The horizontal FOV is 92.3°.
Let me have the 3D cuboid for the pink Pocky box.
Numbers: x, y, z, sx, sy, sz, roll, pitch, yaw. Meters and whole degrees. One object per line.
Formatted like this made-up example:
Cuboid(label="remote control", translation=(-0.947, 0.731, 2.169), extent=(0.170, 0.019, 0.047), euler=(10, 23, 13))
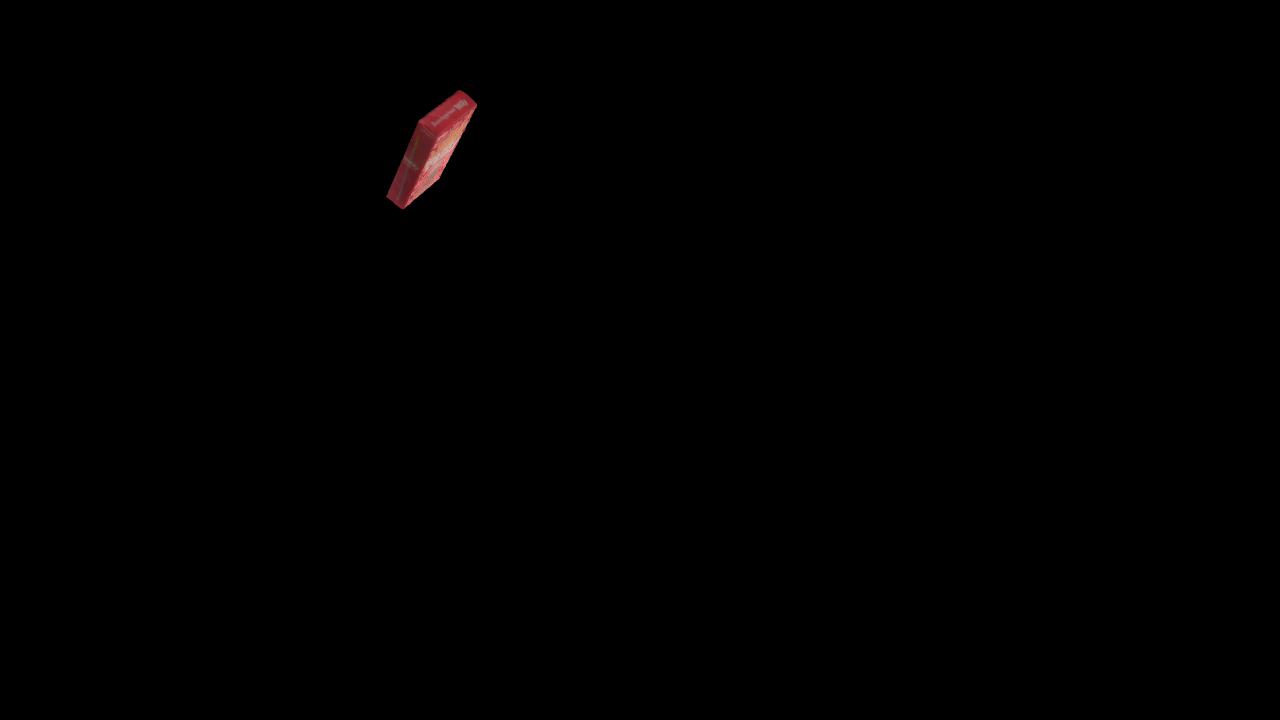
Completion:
Cuboid(label="pink Pocky box", translation=(-0.258, -0.255, 0.757), extent=(0.029, 0.084, 0.155), euler=(40, -39, -14))
